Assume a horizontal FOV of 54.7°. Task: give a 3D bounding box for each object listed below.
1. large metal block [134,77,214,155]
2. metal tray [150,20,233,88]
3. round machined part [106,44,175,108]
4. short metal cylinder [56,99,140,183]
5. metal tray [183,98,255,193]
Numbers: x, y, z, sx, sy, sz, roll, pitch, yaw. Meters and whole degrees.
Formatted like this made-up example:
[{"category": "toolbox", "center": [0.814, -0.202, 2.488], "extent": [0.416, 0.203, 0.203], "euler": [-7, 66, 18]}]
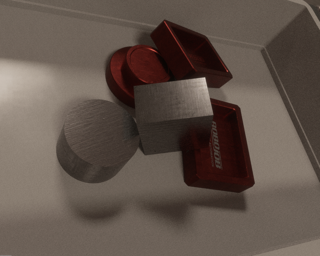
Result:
[{"category": "large metal block", "center": [0.016, -0.011, 0.368], "extent": [0.081, 0.080, 0.050], "euler": [-7, 61, 0]}, {"category": "metal tray", "center": [0.052, -0.107, 0.468], "extent": [0.131, 0.030, 0.090], "euler": [-6, 63, -55]}, {"category": "round machined part", "center": [-0.022, -0.077, 0.431], "extent": [0.099, 0.042, 0.098], "euler": [14, 56, -21]}, {"category": "short metal cylinder", "center": [-0.069, 0.015, 0.344], "extent": [0.081, 0.050, 0.080], "euler": [14, 56, -21]}, {"category": "metal tray", "center": [0.077, 0.020, 0.433], "extent": [0.091, 0.030, 0.130], "euler": [12, 57, -22]}]
